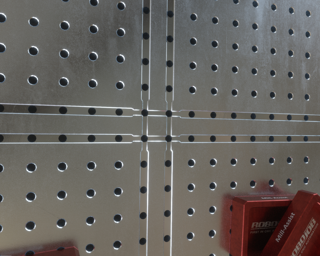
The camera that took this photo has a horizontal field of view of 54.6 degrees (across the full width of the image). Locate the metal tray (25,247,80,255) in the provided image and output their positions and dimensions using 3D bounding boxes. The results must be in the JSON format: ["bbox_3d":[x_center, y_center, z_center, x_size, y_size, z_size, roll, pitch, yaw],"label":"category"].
[{"bbox_3d":[-0.157,0.196,0.352,0.131,0.030,0.090,-3,91,-20],"label":"metal tray"}]

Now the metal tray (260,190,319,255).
[{"bbox_3d":[0.212,0.169,0.455,0.090,0.030,0.130,40,77,-16],"label":"metal tray"}]

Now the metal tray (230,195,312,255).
[{"bbox_3d":[0.173,0.151,0.473,0.131,0.030,0.090,3,89,-20],"label":"metal tray"}]
